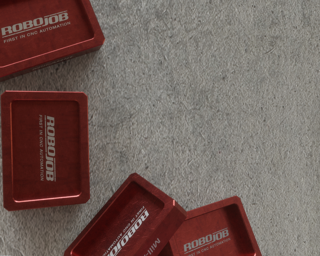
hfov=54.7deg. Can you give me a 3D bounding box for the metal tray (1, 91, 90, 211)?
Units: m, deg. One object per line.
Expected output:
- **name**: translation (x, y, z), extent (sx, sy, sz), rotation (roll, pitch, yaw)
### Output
- **metal tray**: translation (-0.130, 0.024, 0.358), extent (0.091, 0.030, 0.129), rotation (-1, 91, -20)

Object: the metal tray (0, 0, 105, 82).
- **metal tray**: translation (-0.141, -0.117, 0.353), extent (0.131, 0.030, 0.090), rotation (-24, 98, -19)

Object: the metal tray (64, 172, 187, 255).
- **metal tray**: translation (-0.042, 0.123, 0.356), extent (0.130, 0.090, 0.030), rotation (-49, 128, -13)

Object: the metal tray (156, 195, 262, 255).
- **metal tray**: translation (0.063, 0.147, 0.398), extent (0.131, 0.030, 0.090), rotation (-7, 71, -33)

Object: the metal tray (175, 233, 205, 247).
- **metal tray**: translation (0.000, 0.199, 0.406), extent (0.090, 0.030, 0.130), rotation (24, 82, -19)
